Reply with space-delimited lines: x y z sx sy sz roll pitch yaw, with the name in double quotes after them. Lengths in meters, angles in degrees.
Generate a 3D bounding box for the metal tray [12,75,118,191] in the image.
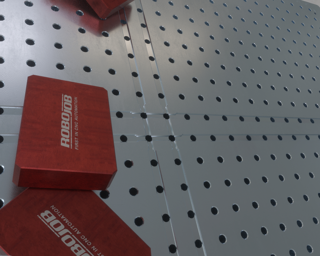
-0.099 0.002 0.330 0.091 0.030 0.130 8 43 -24 "metal tray"

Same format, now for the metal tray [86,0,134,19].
-0.096 -0.244 0.474 0.130 0.030 0.090 50 56 -12 "metal tray"

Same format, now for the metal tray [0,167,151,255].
-0.084 0.109 0.293 0.130 0.030 0.090 44 51 2 "metal tray"
